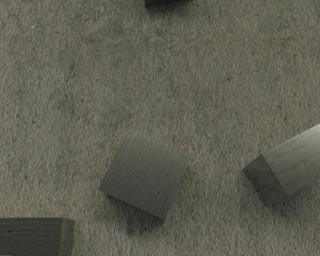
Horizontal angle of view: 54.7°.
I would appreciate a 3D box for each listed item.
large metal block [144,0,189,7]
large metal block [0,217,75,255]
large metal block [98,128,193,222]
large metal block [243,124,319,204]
[{"bbox_3d":[0.007,-0.244,0.484,0.081,0.050,0.080,-11,71,-4],"label":"large metal block"},{"bbox_3d":[-0.144,0.142,0.342,0.081,0.050,0.080,0,70,0],"label":"large metal block"},{"bbox_3d":[-0.015,0.057,0.374,0.080,0.050,0.080,23,72,8],"label":"large metal block"},{"bbox_3d":[0.155,0.044,0.364,0.080,0.080,0.050,-25,72,-9],"label":"large metal block"}]
